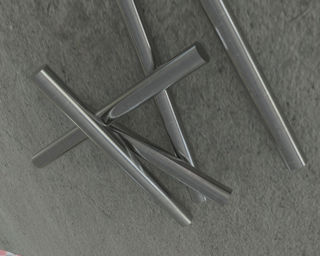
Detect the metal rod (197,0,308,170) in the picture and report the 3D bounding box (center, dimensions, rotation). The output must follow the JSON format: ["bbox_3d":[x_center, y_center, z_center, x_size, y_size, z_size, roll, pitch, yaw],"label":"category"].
[{"bbox_3d":[0.077,-0.083,0.314,0.025,0.025,0.299,-22,107,36],"label":"metal rod"}]

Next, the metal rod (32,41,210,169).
[{"bbox_3d":[-0.069,-0.014,0.389,0.299,0.025,0.025,-29,102,31],"label":"metal rod"}]

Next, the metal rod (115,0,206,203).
[{"bbox_3d":[0.006,-0.032,0.382,0.025,0.025,0.298,-8,115,31],"label":"metal rod"}]

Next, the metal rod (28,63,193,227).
[{"bbox_3d":[-0.044,0.040,0.398,0.025,0.025,0.300,-17,127,34],"label":"metal rod"}]

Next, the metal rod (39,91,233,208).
[{"bbox_3d":[-0.043,0.014,0.414,0.301,0.025,0.025,30,128,17],"label":"metal rod"}]
